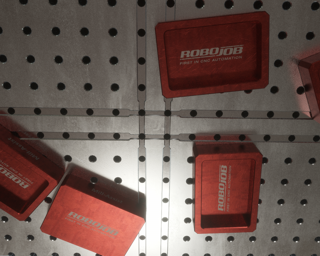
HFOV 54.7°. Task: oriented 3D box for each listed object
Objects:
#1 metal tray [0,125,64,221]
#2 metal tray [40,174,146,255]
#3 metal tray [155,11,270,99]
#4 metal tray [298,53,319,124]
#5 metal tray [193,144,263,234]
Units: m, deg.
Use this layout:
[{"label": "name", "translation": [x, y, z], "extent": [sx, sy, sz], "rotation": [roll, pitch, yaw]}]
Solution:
[{"label": "metal tray", "translation": [-0.214, 0.059, 0.429], "extent": [0.130, 0.030, 0.090], "rotation": [40, 105, -14]}, {"label": "metal tray", "translation": [-0.097, 0.135, 0.459], "extent": [0.131, 0.030, 0.089], "rotation": [26, 108, -10]}, {"label": "metal tray", "translation": [0.063, -0.089, 0.378], "extent": [0.131, 0.030, 0.089], "rotation": [-6, 110, 1]}, {"label": "metal tray", "translation": [0.254, -0.065, 0.390], "extent": [0.130, 0.030, 0.090], "rotation": [-22, 109, 7]}, {"label": "metal tray", "translation": [0.093, 0.089, 0.444], "extent": [0.091, 0.030, 0.129], "rotation": [-2, 110, 0]}]
